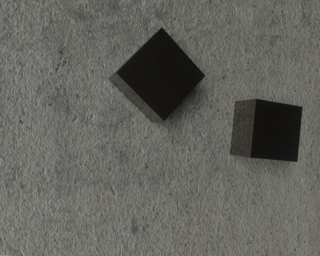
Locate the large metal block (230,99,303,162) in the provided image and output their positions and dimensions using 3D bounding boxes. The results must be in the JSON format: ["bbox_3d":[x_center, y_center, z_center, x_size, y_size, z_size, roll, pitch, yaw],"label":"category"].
[{"bbox_3d":[0.154,0.004,0.453,0.081,0.050,0.080,7,88,-20],"label":"large metal block"}]

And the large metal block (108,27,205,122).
[{"bbox_3d":[-0.005,-0.064,0.394,0.080,0.050,0.080,45,76,-15],"label":"large metal block"}]
